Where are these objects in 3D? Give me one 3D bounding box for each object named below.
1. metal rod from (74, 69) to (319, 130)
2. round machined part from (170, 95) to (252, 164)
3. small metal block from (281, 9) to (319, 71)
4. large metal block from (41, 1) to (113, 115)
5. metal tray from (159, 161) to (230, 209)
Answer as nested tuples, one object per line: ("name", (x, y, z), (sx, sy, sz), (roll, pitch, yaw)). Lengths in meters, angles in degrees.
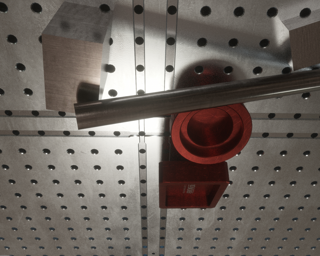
("metal rod", (0.066, -0.035, 0.327), (0.302, 0.025, 0.025), (-10, 132, -15))
("round machined part", (0.061, -0.006, 0.390), (0.099, 0.042, 0.097), (-1, 121, -2))
("small metal block", (0.163, -0.096, 0.333), (0.050, 0.025, 0.050), (-16, 129, 13))
("large metal block", (-0.081, -0.071, 0.314), (0.050, 0.080, 0.079), (8, 130, -7))
("metal tray", (0.044, 0.087, 0.454), (0.091, 0.030, 0.129), (0, 151, 0))
